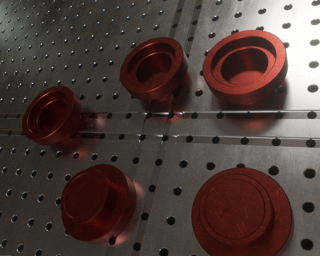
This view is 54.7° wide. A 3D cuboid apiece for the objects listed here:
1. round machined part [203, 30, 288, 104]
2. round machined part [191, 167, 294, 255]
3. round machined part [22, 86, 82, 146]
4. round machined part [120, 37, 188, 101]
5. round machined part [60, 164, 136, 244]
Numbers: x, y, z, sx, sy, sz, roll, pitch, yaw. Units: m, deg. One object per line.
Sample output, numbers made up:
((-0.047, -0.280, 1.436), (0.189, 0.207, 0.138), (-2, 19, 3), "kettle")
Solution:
((0.107, -0.071, 0.384), (0.098, 0.042, 0.098), (-13, 56, 20), "round machined part")
((0.077, 0.084, 0.305), (0.098, 0.042, 0.098), (-13, 56, 20), "round machined part")
((-0.164, -0.016, 0.491), (0.098, 0.042, 0.098), (-13, 56, 20), "round machined part")
((-0.005, -0.080, 0.448), (0.098, 0.042, 0.098), (-13, 56, 20), "round machined part")
((-0.083, 0.089, 0.384), (0.098, 0.042, 0.098), (-13, 56, 20), "round machined part")
